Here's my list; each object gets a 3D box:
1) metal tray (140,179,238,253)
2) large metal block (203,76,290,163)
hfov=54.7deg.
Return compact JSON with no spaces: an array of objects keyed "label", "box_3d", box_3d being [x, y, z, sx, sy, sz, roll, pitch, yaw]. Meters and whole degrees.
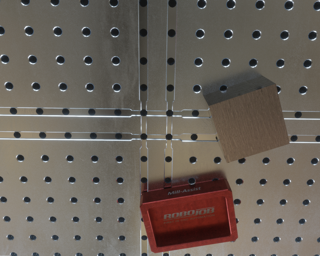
[{"label":"metal tray","box_3d":[0.043,0.131,0.459,0.131,0.030,0.089,-10,110,3]},{"label":"large metal block","box_3d":[0.109,-0.012,0.396,0.080,0.050,0.080,-19,109,6]}]
